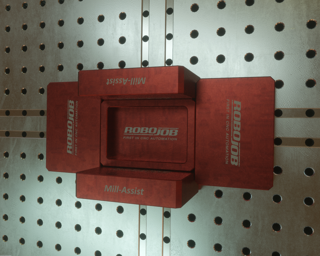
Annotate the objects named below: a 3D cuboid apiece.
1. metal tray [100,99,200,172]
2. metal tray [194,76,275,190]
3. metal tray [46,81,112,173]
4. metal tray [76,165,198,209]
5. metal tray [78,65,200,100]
[{"bbox_3d":[-0.014,0.008,0.412,0.130,0.030,0.089,1,90,19],"label":"metal tray"},{"bbox_3d":[0.090,0.005,0.376,0.090,0.030,0.129,1,90,18],"label":"metal tray"},{"bbox_3d":[-0.118,-0.001,0.450,0.090,0.030,0.129,1,90,19],"label":"metal tray"},{"bbox_3d":[-0.025,0.068,0.384,0.130,0.090,0.030,1,91,19],"label":"metal tray"},{"bbox_3d":[-0.023,-0.052,0.385,0.130,0.090,0.030,1,91,19],"label":"metal tray"}]
